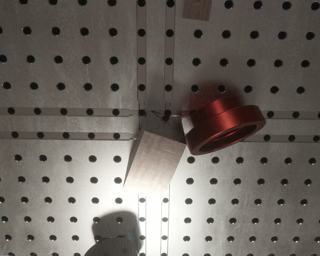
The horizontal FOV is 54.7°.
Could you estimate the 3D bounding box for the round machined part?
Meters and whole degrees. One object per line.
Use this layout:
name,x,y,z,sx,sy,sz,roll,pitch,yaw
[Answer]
round machined part,0.076,-0.005,0.384,0.098,0.098,0.042,-24,72,8

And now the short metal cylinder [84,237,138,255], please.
short metal cylinder,-0.070,0.210,0.461,0.080,0.080,0.050,-8,110,2

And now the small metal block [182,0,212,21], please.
small metal block,0.043,-0.148,0.346,0.025,0.050,0.050,6,110,-3

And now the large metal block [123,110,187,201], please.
large metal block,-0.007,0.032,0.396,0.050,0.080,0.079,19,109,-7
